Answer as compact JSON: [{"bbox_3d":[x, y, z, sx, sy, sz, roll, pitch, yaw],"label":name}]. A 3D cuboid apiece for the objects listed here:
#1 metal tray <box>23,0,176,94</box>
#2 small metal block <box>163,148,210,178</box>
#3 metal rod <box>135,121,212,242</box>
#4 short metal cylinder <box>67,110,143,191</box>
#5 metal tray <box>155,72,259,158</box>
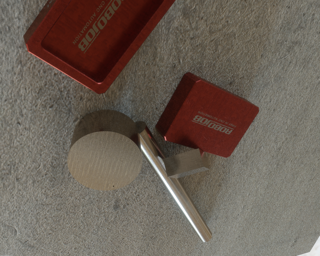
[{"bbox_3d":[-0.057,-0.109,0.305,0.090,0.030,0.130,32,100,-39],"label":"metal tray"},{"bbox_3d":[0.038,0.050,0.429,0.050,0.025,0.050,-18,164,14],"label":"small metal block"},{"bbox_3d":[0.028,0.101,0.486,0.025,0.025,0.299,-34,129,-6],"label":"metal rod"},{"bbox_3d":[-0.062,0.025,0.359,0.081,0.050,0.079,-3,120,-6],"label":"short metal cylinder"},{"bbox_3d":[0.069,-0.013,0.435,0.131,0.030,0.089,18,109,-36],"label":"metal tray"}]
